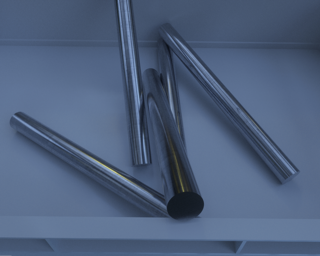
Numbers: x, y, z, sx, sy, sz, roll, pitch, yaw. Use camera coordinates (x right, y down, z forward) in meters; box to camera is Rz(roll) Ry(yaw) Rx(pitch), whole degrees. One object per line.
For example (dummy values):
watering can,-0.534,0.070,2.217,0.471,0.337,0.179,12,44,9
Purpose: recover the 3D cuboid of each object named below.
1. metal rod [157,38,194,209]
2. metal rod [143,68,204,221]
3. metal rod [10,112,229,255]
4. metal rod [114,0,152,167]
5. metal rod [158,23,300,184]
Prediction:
metal rod,0.016,-0.029,0.429,0.025,0.025,0.300,-2,50,-2
metal rod,0.001,-0.014,0.340,0.025,0.025,0.300,-5,27,-4
metal rod,-0.064,0.051,0.352,0.300,0.025,0.025,26,55,23
metal rod,-0.041,-0.099,0.407,0.025,0.025,0.299,-6,76,-6
metal rod,0.080,-0.051,0.432,0.025,0.025,0.299,-23,59,-18
